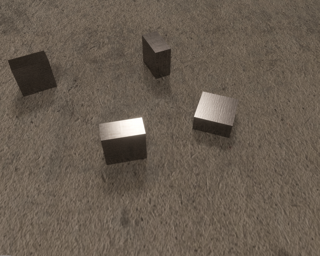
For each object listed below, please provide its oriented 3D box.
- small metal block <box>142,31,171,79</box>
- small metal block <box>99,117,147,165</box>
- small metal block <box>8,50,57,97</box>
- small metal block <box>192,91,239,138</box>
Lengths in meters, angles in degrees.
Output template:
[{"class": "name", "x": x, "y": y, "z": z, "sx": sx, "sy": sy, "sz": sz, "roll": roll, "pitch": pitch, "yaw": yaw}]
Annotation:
[{"class": "small metal block", "x": -0.006, "y": -0.114, "z": 0.482, "sx": 0.025, "sy": 0.050, "sz": 0.050, "roll": -20, "pitch": 53, "yaw": -16}, {"class": "small metal block", "x": -0.043, "y": 0.017, "z": 0.372, "sx": 0.050, "sy": 0.050, "sz": 0.025, "roll": -9, "pitch": 51, "yaw": -8}, {"class": "small metal block", "x": -0.184, "y": -0.079, "z": 0.451, "sx": 0.050, "sy": 0.050, "sz": 0.025, "roll": -22, "pitch": 54, "yaw": -17}, {"class": "small metal block", "x": 0.076, "y": -0.019, "z": 0.420, "sx": 0.050, "sy": 0.025, "sz": 0.050, "roll": 14, "pitch": 51, "yaw": 11}]
